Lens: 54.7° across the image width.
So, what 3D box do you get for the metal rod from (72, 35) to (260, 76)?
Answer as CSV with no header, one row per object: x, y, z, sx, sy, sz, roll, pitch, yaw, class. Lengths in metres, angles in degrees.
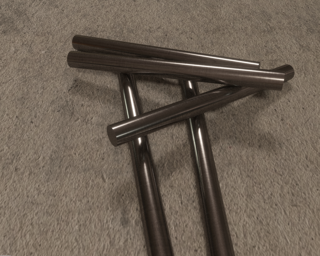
-0.004,-0.111,0.471,0.301,0.025,0.025,14,51,21,metal rod

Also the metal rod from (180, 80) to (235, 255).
0.051,0.021,0.385,0.025,0.025,0.300,-3,50,-3,metal rod

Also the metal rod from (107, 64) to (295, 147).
0.072,-0.039,0.408,0.302,0.025,0.025,-21,53,-28,metal rod

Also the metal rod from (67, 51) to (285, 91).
0.011,-0.081,0.428,0.301,0.025,0.025,9,50,15,metal rod

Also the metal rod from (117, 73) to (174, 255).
-0.024,0.028,0.379,0.025,0.025,0.300,-8,51,-7,metal rod
